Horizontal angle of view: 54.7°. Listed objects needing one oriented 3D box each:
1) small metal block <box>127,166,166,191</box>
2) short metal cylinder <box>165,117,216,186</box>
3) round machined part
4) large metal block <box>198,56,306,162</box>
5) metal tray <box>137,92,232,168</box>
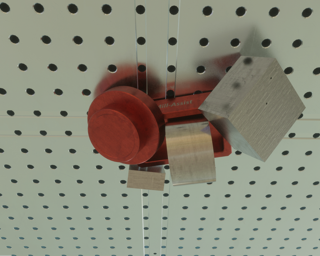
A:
[{"bbox_3d":[-0.020,0.069,0.446,0.050,0.050,0.025,6,96,-5],"label":"small metal block"},{"bbox_3d":[0.037,0.029,0.379,0.050,0.080,0.080,-7,130,5],"label":"short metal cylinder"},{"bbox_3d":[-0.047,0.002,0.372,0.098,0.042,0.097,10,117,20],"label":"round machined part"},{"bbox_3d":[0.104,-0.022,0.347,0.080,0.050,0.080,-51,121,-8],"label":"large metal block"},{"bbox_3d":[0.025,0.004,0.409,0.131,0.030,0.090,-9,130,7],"label":"metal tray"}]
